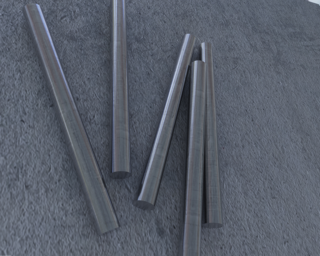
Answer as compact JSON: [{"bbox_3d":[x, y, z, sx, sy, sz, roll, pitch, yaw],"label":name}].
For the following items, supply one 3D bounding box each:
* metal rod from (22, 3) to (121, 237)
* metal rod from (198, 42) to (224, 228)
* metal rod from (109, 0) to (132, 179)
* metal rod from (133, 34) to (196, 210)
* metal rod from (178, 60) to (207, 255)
[{"bbox_3d":[-0.109,-0.025,0.359,0.025,0.025,0.299,-12,68,-33],"label":"metal rod"},{"bbox_3d":[0.070,-0.011,0.447,0.025,0.025,0.300,16,55,-19],"label":"metal rod"},{"bbox_3d":[-0.056,-0.077,0.420,0.025,0.025,0.299,9,58,-24],"label":"metal rod"},{"bbox_3d":[0.015,-0.031,0.430,0.025,0.025,0.300,25,53,-13],"label":"metal rod"},{"bbox_3d":[0.044,0.033,0.398,0.025,0.025,0.300,18,57,-18],"label":"metal rod"}]
